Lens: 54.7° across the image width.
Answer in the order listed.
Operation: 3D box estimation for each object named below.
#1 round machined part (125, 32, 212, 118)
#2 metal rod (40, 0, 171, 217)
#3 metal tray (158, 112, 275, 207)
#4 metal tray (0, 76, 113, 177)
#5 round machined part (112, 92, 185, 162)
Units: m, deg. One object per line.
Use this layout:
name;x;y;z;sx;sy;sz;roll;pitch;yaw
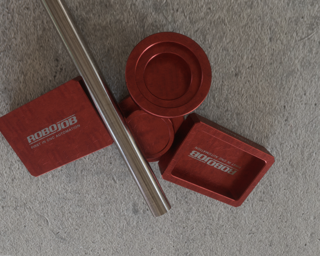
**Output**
round machined part;0.008;-0.060;0.368;0.099;0.042;0.097;0;88;-7
metal rod;-0.065;-0.032;0.363;0.025;0.025;0.299;-26;95;9
metal tray;0.075;0.046;0.414;0.131;0.030;0.090;25;108;-20
metal tray;-0.130;0.000;0.395;0.130;0.030;0.090;-23;106;17
round machined part;-0.016;0.001;0.403;0.099;0.042;0.097;0;110;0
